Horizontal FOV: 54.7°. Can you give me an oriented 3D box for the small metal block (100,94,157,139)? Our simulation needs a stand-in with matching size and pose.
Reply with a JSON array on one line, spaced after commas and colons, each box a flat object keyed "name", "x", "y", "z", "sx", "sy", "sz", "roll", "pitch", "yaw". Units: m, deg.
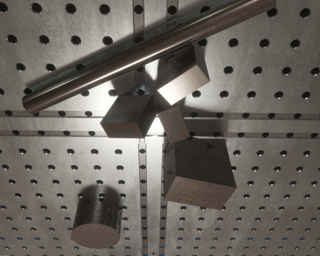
[{"name": "small metal block", "x": -0.036, "y": -0.014, "z": 0.373, "sx": 0.050, "sy": 0.050, "sz": 0.025, "roll": 0, "pitch": 134, "yaw": 27}]

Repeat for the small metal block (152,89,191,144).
[{"name": "small metal block", "x": 0.013, "y": -0.018, "z": 0.379, "sx": 0.025, "sy": 0.050, "sz": 0.050, "roll": -20, "pitch": 128, "yaw": 6}]

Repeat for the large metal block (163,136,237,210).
[{"name": "large metal block", "x": 0.050, "y": 0.059, "z": 0.427, "sx": 0.081, "sy": 0.080, "sz": 0.050, "roll": 13, "pitch": 129, "yaw": -11}]

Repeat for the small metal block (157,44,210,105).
[{"name": "small metal block", "x": 0.025, "y": -0.060, "z": 0.344, "sx": 0.050, "sy": 0.050, "sz": 0.025, "roll": -30, "pitch": 124, "yaw": 23}]

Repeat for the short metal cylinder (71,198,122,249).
[{"name": "short metal cylinder", "x": -0.107, "y": 0.165, "z": 0.534, "sx": 0.081, "sy": 0.050, "sz": 0.079, "roll": -1, "pitch": 130, "yaw": -1}]

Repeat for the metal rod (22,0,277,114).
[{"name": "metal rod", "x": -0.026, "y": -0.079, "z": 0.343, "sx": 0.301, "sy": 0.025, "sz": 0.025, "roll": -20, "pitch": 127, "yaw": 16}]
